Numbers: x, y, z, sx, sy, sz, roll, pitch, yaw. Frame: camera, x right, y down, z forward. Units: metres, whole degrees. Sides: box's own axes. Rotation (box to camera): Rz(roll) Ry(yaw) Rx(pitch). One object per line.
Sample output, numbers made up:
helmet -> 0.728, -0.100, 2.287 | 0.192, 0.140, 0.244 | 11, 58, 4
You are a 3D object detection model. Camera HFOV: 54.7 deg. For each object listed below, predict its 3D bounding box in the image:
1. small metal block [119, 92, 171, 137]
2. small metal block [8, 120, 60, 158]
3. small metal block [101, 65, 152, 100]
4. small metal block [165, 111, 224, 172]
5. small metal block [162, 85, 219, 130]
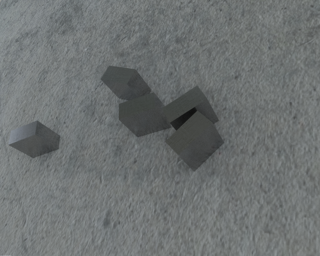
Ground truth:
small metal block -> -0.019, -0.016, 0.406 | 0.050, 0.050, 0.025 | -17, 55, 18
small metal block -> -0.191, 0.019, 0.474 | 0.050, 0.050, 0.025 | -19, 55, 17
small metal block -> -0.049, -0.063, 0.450 | 0.050, 0.050, 0.025 | 15, 70, 34
small metal block -> 0.041, 0.016, 0.355 | 0.050, 0.050, 0.025 | -44, 51, -2
small metal block -> 0.038, -0.016, 0.377 | 0.050, 0.050, 0.025 | -33, 52, 6
